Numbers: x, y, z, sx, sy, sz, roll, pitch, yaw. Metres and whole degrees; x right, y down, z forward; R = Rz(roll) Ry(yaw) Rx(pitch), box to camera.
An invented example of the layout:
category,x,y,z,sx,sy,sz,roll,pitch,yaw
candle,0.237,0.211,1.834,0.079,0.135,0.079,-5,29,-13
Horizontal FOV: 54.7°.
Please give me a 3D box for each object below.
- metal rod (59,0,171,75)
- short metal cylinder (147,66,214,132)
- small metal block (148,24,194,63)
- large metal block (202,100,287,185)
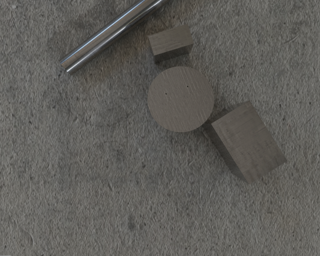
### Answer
category,x,y,z,sx,sy,sz,roll,pitch,yaw
metal rod,-0.005,-0.170,0.409,0.301,0.025,0.025,-37,90,-1
short metal cylinder,0.025,-0.035,0.398,0.081,0.050,0.079,0,90,-1
small metal block,0.013,-0.107,0.398,0.050,0.050,0.025,-17,90,0
large metal block,0.099,0.016,0.384,0.050,0.080,0.080,-32,90,0
